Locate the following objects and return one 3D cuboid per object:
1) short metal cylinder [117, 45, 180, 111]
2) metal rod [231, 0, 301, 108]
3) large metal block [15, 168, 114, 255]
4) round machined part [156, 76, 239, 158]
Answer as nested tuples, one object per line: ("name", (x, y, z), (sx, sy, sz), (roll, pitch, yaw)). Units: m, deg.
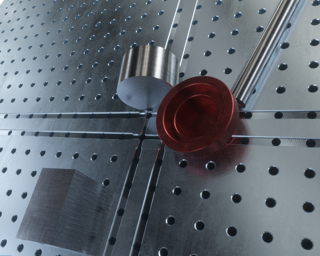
("short metal cylinder", (-0.015, -0.065, 0.419), (0.080, 0.080, 0.050), (-8, 58, 24))
("metal rod", (0.166, -0.156, 0.416), (0.025, 0.025, 0.300), (20, 72, 35))
("large metal block", (-0.107, 0.100, 0.366), (0.050, 0.080, 0.080), (-2, 61, 27))
("round machined part", (0.048, -0.010, 0.373), (0.098, 0.042, 0.098), (-15, 59, 26))
